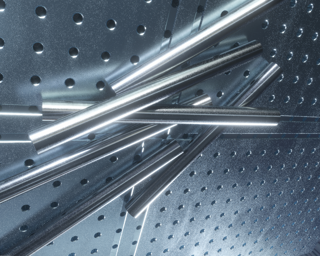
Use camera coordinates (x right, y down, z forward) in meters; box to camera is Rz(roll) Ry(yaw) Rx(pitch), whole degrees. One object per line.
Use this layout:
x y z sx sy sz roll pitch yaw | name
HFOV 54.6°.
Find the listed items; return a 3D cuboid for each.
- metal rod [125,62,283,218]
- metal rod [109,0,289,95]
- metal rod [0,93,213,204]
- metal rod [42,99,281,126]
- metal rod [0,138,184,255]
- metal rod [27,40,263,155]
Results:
0.062 0.019 0.455 0.300 0.025 0.025 -45 129 3 | metal rod
0.074 -0.120 0.376 0.301 0.025 0.025 -32 129 -7 | metal rod
-0.069 0.023 0.387 0.302 0.025 0.025 -24 127 -14 | metal rod
0.017 -0.017 0.382 0.302 0.025 0.025 1 119 -19 | metal rod
-0.099 0.107 0.422 0.301 0.025 0.025 -33 129 -7 | metal rod
0.003 -0.045 0.356 0.302 0.025 0.025 -26 128 -23 | metal rod
